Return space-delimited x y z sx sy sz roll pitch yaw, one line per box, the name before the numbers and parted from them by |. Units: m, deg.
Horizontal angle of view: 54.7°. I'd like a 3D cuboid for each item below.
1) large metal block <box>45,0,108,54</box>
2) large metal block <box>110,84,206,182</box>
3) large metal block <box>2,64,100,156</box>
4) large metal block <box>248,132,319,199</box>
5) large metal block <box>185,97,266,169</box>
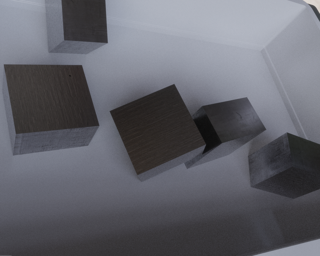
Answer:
large metal block | -0.105 -0.138 0.380 0.050 0.080 0.079 -5 95 -31
large metal block | -0.003 0.007 0.364 0.080 0.050 0.080 -24 73 -6
large metal block | -0.121 -0.022 0.338 0.081 0.050 0.080 -7 65 -31
large metal block | 0.185 0.057 0.438 0.081 0.080 0.050 18 55 -19
large metal block | 0.075 0.007 0.409 0.081 0.080 0.050 -13 69 -34
